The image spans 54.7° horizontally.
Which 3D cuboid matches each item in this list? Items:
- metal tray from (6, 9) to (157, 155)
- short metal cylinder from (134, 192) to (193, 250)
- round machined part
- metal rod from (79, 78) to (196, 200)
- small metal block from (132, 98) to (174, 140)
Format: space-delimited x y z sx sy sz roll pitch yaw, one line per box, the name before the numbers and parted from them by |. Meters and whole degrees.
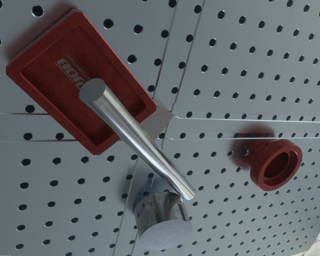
metal tray | -0.076 -0.043 0.323 0.090 0.030 0.130 -39 121 2
short metal cylinder | 0.004 0.144 0.476 0.081 0.050 0.079 -9 132 -10
round machined part | 0.199 0.061 0.550 0.099 0.042 0.097 -14 125 -21
metal rod | -0.005 0.037 0.382 0.025 0.025 0.300 -39 145 -2
small metal block | -0.019 -0.012 0.395 0.050 0.025 0.050 30 102 -38
